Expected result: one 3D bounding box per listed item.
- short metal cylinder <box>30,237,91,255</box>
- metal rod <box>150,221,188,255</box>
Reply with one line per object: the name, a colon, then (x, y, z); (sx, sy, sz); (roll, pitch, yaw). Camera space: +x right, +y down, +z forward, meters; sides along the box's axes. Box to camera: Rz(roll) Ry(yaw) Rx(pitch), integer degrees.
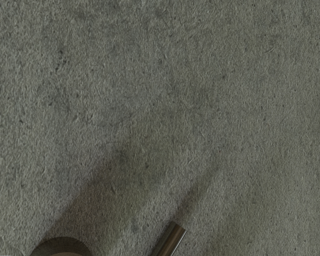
short metal cylinder: (-0.114, 0.173, 0.354); (0.081, 0.050, 0.079); (0, 90, -20)
metal rod: (-0.056, 0.254, 0.388); (0.025, 0.025, 0.300); (38, 78, -16)
